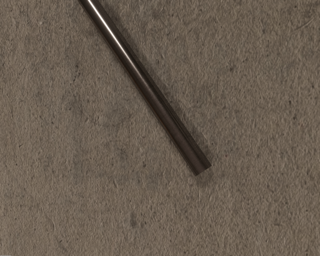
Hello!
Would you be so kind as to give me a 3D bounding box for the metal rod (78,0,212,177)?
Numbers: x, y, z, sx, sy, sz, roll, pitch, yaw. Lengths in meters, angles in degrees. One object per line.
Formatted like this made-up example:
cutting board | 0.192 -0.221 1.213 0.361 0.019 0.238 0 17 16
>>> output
metal rod | -0.027 -0.068 0.417 0.025 0.025 0.299 -37 79 16
